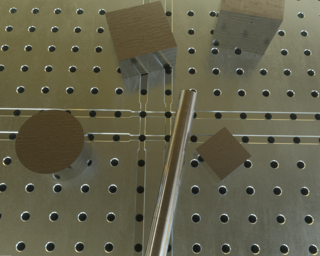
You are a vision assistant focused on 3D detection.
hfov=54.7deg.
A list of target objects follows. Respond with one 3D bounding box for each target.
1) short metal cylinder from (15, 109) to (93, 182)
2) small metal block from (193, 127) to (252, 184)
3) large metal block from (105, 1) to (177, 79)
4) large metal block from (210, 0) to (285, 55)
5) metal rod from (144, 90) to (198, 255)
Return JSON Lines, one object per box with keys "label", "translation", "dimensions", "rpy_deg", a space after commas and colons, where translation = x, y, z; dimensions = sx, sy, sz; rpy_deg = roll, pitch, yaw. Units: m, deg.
{"label": "short metal cylinder", "translation": [-0.130, 0.023, 0.388], "dimensions": [0.081, 0.050, 0.080], "rpy_deg": [0, 70, 0]}
{"label": "small metal block", "translation": [0.079, 0.035, 0.400], "dimensions": [0.050, 0.025, 0.050], "rpy_deg": [-36, 74, -13]}
{"label": "large metal block", "translation": [-0.027, -0.126, 0.444], "dimensions": [0.081, 0.050, 0.080], "rpy_deg": [-15, 71, -6]}
{"label": "large metal block", "translation": [0.121, -0.154, 0.440], "dimensions": [0.080, 0.080, 0.050], "rpy_deg": [11, 71, 3]}
{"label": "metal rod", "translation": [0.008, 0.090, 0.378], "dimensions": [0.025, 0.025, 0.299], "rpy_deg": [12, 70, 4]}
